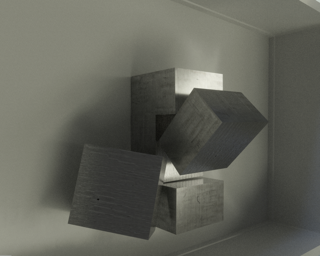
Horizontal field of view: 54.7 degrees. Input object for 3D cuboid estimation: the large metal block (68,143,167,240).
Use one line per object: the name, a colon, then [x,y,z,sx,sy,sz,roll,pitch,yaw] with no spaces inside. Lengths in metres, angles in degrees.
large metal block: [-0.041,0.064,0.326,0.050,0.080,0.080,56,44,-79]

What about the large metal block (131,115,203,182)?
large metal block: [0.010,0.024,0.401,0.081,0.050,0.079,-1,91,-40]

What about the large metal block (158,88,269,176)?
large metal block: [0.058,0.004,0.347,0.081,0.079,0.050,-1,46,-40]

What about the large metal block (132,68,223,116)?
large metal block: [0.021,-0.041,0.387,0.081,0.080,0.050,-2,91,-40]

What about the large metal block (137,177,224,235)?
large metal block: [0.022,0.090,0.389,0.081,0.080,0.050,0,90,-40]
